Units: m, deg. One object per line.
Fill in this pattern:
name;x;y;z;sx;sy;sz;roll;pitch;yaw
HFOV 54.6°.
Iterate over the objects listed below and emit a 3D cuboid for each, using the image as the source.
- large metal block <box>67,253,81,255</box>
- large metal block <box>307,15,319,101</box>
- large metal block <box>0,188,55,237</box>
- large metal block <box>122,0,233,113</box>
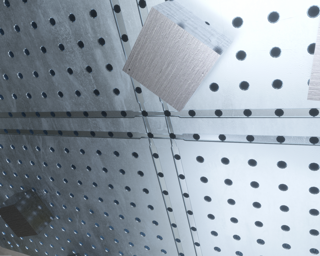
large metal block;-0.195;0.343;0.691;0.050;0.080;0.080;-28;103;37
large metal block;0.175;-0.066;0.262;0.080;0.050;0.080;9;122;24
large metal block;-0.287;0.182;0.661;0.080;0.050;0.080;-20;108;35
large metal block;0.018;-0.078;0.338;0.080;0.050;0.080;37;129;3
